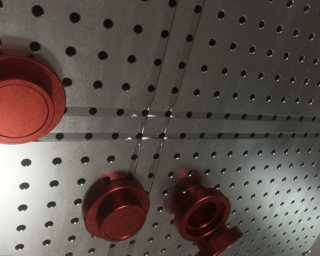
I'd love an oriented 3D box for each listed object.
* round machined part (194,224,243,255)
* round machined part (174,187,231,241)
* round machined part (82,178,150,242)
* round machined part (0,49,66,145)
[{"bbox_3d":[0.102,0.208,0.573,0.099,0.042,0.098,-29,153,-16],"label":"round machined part"},{"bbox_3d":[0.067,0.140,0.525,0.099,0.042,0.097,-13,122,-21],"label":"round machined part"},{"bbox_3d":[-0.059,0.124,0.446,0.099,0.042,0.097,-14,125,-21],"label":"round machined part"},{"bbox_3d":[-0.144,-0.024,0.307,0.099,0.042,0.097,-14,124,-21],"label":"round machined part"}]
